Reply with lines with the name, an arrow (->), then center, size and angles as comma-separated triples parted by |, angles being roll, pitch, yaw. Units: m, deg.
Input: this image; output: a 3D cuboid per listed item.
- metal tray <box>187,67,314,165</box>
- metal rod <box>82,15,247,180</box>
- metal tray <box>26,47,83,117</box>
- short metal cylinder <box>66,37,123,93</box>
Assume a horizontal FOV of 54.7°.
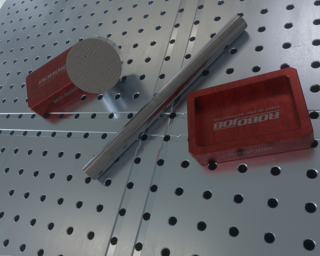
metal tray -> 0.099, -0.013, 0.360 | 0.130, 0.030, 0.090 | -12, 56, 21
metal rod -> 0.009, -0.044, 0.430 | 0.300, 0.025, 0.025 | -45, 51, -4
metal tray -> -0.174, -0.088, 0.551 | 0.130, 0.030, 0.090 | -30, 52, 8
short metal cylinder -> -0.097, -0.098, 0.475 | 0.080, 0.080, 0.050 | -31, 19, 8
